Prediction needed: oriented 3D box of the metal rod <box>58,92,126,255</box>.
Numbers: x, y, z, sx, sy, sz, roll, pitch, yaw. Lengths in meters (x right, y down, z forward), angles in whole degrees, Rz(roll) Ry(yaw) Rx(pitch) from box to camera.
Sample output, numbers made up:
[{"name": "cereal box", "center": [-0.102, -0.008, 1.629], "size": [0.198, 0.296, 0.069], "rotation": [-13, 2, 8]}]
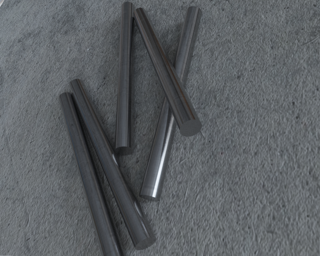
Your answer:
[{"name": "metal rod", "center": [-0.100, 0.053, 0.423], "size": [0.025, 0.025, 0.300], "rotation": [-34, 51, 6]}]

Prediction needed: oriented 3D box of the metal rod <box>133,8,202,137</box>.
[{"name": "metal rod", "center": [-0.001, -0.100, 0.439], "size": [0.025, 0.025, 0.300], "rotation": [-29, 44, 10]}]

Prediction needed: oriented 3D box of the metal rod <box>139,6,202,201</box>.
[{"name": "metal rod", "center": [0.021, -0.050, 0.423], "size": [0.025, 0.025, 0.300], "rotation": [0, 61, 28]}]

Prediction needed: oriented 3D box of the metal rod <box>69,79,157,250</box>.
[{"name": "metal rod", "center": [-0.078, 0.026, 0.428], "size": [0.025, 0.025, 0.300], "rotation": [-36, 51, 4]}]

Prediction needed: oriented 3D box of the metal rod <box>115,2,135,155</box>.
[{"name": "metal rod", "center": [-0.053, -0.096, 0.490], "size": [0.025, 0.025, 0.299], "rotation": [-16, 55, 19]}]
